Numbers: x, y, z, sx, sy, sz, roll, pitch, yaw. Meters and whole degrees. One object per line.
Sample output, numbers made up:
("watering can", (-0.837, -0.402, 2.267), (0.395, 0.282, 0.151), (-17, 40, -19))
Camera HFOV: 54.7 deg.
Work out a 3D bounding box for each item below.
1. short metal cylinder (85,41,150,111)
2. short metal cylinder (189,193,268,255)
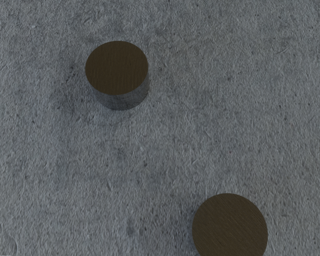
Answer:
("short metal cylinder", (-0.055, -0.070, 0.420), (0.081, 0.050, 0.080), (0, 70, 0))
("short metal cylinder", (0.074, 0.118, 0.352), (0.081, 0.050, 0.080), (0, 70, 0))
